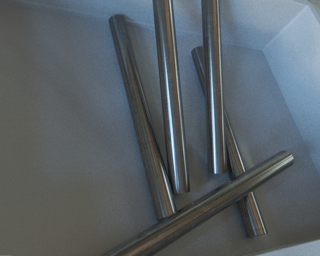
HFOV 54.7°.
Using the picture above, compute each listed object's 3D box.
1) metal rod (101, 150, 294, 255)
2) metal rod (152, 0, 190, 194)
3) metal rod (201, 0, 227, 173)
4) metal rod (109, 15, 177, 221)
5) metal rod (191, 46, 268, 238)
[{"bbox_3d":[0.058,0.088,0.354,0.302,0.025,0.025,-21,73,-33],"label":"metal rod"},{"bbox_3d":[0.011,-0.071,0.381,0.025,0.025,0.298,-4,87,-30],"label":"metal rod"},{"bbox_3d":[0.072,-0.090,0.419,0.025,0.025,0.298,-1,87,-29],"label":"metal rod"},{"bbox_3d":[-0.028,-0.031,0.408,0.025,0.025,0.299,-2,62,-29],"label":"metal rod"},{"bbox_3d":[0.094,0.003,0.453,0.025,0.025,0.299,2,61,-27],"label":"metal rod"}]
